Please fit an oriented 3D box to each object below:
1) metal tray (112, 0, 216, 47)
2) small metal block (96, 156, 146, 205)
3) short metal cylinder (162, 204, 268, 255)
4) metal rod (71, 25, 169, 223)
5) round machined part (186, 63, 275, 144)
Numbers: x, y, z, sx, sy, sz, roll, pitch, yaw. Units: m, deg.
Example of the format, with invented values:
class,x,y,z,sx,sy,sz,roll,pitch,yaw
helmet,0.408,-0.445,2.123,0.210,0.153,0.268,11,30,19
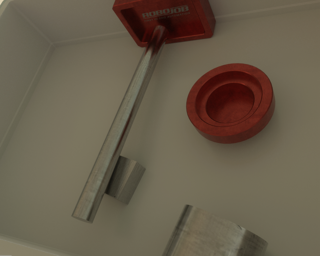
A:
class,x,y,z,sx,sy,sz,roll,pitch,yaw
metal tray,0.007,-0.168,0.462,0.130,0.090,0.030,0,62,28
small metal block,-0.054,0.063,0.394,0.050,0.025,0.050,15,69,33
short metal cylinder,0.048,0.110,0.277,0.080,0.080,0.050,16,70,34
metal rod,-0.043,-0.024,0.414,0.025,0.025,0.300,3,59,29
round machined part,0.084,-0.025,0.365,0.098,0.042,0.098,-13,56,20
